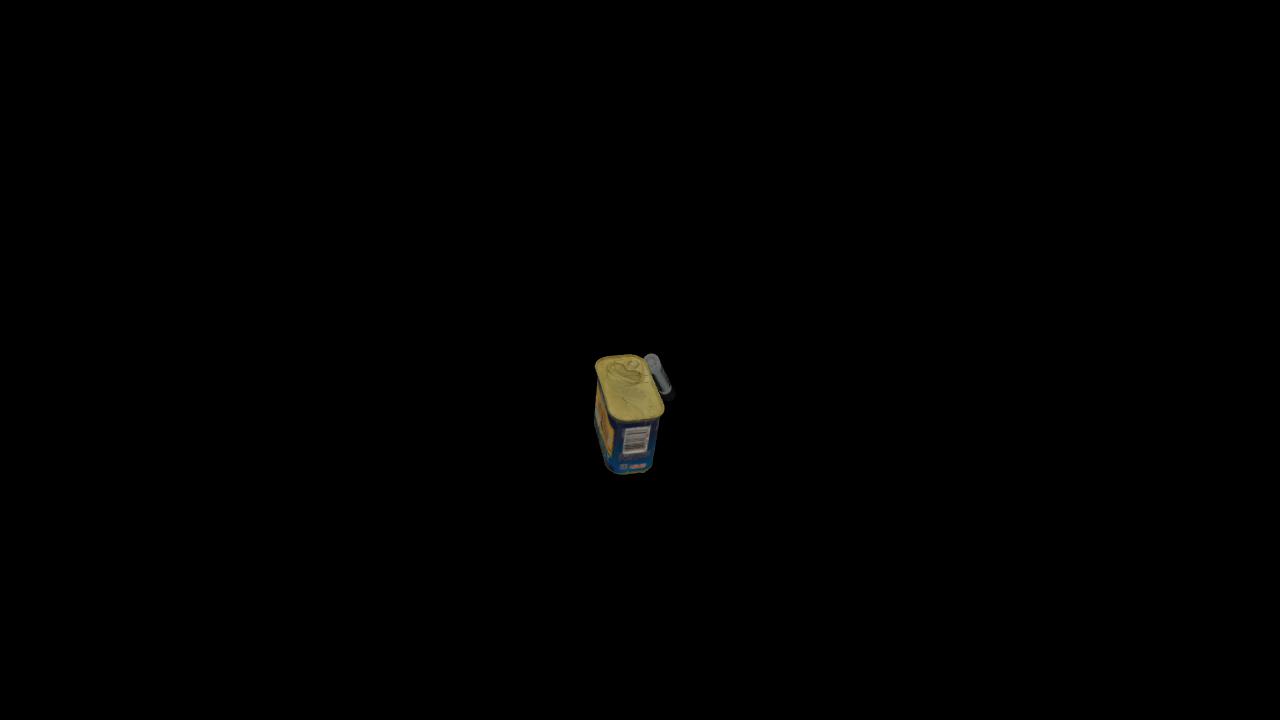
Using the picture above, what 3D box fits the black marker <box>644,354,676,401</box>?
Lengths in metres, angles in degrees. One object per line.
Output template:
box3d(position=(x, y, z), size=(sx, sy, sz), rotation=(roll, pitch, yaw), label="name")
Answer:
box3d(position=(0.024, 0.023, 0.718), size=(0.020, 0.020, 0.121), rotation=(0, -21, 13), label="black marker")

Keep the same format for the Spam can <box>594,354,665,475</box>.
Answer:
box3d(position=(-0.016, 0.058, 0.653), size=(0.058, 0.085, 0.101), rotation=(-4, 40, -14), label="Spam can")
